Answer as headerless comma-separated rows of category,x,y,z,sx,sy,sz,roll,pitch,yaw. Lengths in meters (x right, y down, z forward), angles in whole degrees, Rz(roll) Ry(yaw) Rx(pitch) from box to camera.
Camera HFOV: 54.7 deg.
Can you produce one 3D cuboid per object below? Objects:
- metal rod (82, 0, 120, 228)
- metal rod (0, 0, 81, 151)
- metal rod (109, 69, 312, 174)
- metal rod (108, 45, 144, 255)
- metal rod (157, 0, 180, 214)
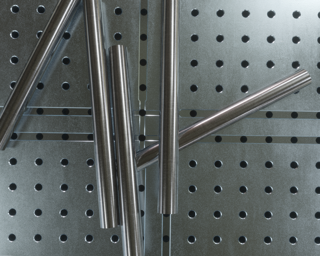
metal rod,-0.076,-0.027,0.396,0.025,0.025,0.298,-6,84,-1
metal rod,-0.150,-0.109,0.411,0.025,0.025,0.299,27,90,-1
metal rod,0.061,-0.001,0.414,0.301,0.025,0.025,-27,90,-1
metal rod,-0.042,0.041,0.388,0.025,0.025,0.298,-5,80,-1
metal rod,0.012,-0.045,0.395,0.025,0.025,0.298,1,83,-1
